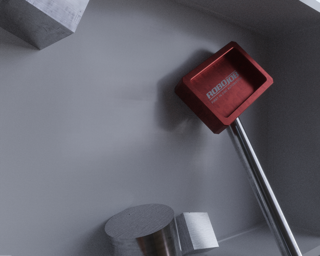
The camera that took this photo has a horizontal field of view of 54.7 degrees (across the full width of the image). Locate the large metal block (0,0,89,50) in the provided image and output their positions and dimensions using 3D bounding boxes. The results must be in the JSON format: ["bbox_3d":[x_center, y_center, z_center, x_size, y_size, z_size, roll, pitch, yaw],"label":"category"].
[{"bbox_3d":[-0.103,-0.126,0.285,0.050,0.080,0.080,30,71,-37],"label":"large metal block"}]

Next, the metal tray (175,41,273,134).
[{"bbox_3d":[0.096,-0.063,0.454,0.090,0.030,0.131,47,60,6],"label":"metal tray"}]

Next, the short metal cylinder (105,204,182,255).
[{"bbox_3d":[-0.018,0.128,0.358,0.081,0.080,0.050,-19,102,-39],"label":"short metal cylinder"}]

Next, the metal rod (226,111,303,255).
[{"bbox_3d":[0.137,0.068,0.441,0.025,0.025,0.299,-5,67,-40],"label":"metal rod"}]

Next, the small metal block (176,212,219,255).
[{"bbox_3d":[0.049,0.148,0.435,0.050,0.025,0.050,13,48,-39],"label":"small metal block"}]
